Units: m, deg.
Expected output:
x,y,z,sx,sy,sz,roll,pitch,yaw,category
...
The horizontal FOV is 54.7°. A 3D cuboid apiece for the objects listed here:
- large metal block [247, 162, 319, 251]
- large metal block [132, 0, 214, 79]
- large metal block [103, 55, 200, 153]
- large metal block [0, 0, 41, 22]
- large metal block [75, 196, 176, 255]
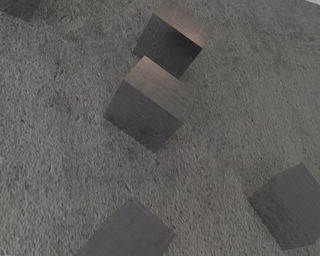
x,y,z,sx,sy,sz,roll,pitch,yaw,category
0.181,0.105,0.421,0.081,0.050,0.080,-24,75,-36,large metal block
0.017,-0.126,0.455,0.080,0.080,0.050,34,51,-6,large metal block
-0.012,-0.026,0.377,0.080,0.080,0.050,36,51,-5,large metal block
-0.196,-0.197,0.403,0.080,0.050,0.080,20,54,-17,large metal block
-0.043,0.117,0.274,0.050,0.080,0.080,43,51,1,large metal block
